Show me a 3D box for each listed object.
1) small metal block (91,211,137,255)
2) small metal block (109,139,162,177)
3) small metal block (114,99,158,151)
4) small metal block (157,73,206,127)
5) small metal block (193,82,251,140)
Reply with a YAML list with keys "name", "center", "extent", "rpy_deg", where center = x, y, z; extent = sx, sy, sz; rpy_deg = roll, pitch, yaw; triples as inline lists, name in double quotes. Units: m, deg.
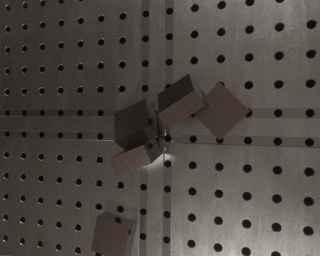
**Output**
- name: "small metal block"
  center: [-0.064, 0.151, 0.434]
  extent: [0.050, 0.025, 0.050]
  rpy_deg: [12, 94, 19]
- name: "small metal block"
  center: [-0.030, 0.037, 0.407]
  extent: [0.050, 0.050, 0.025]
  rpy_deg: [-23, 92, 18]
- name: "small metal block"
  center: [-0.032, -0.004, 0.410]
  extent: [0.050, 0.025, 0.050]
  rpy_deg: [-23, 46, 18]
- name: "small metal block"
  center: [0.025, -0.035, 0.387]
  extent: [0.050, 0.050, 0.025]
  rpy_deg: [-33, 118, 16]
- name: "small metal block"
  center: [0.076, -0.020, 0.385]
  extent: [0.050, 0.025, 0.050]
  rpy_deg: [-46, 76, 14]
